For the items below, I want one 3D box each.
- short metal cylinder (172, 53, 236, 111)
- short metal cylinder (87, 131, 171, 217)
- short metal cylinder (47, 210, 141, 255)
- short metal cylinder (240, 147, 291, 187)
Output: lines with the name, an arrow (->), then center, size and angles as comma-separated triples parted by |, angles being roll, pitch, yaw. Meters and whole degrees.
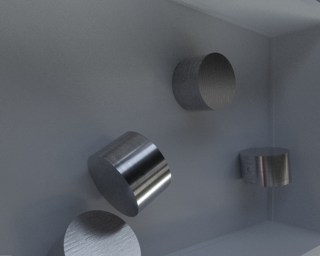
short metal cylinder -> 0.064, -0.064, 0.446 | 0.081, 0.050, 0.079 | 0, 90, -40
short metal cylinder -> -0.035, 0.050, 0.344 | 0.050, 0.080, 0.080 | -36, 113, -34
short metal cylinder -> -0.067, 0.131, 0.310 | 0.080, 0.050, 0.080 | 27, 33, -19
short metal cylinder -> 0.178, 0.064, 0.524 | 0.081, 0.080, 0.050 | -10, 97, -40
